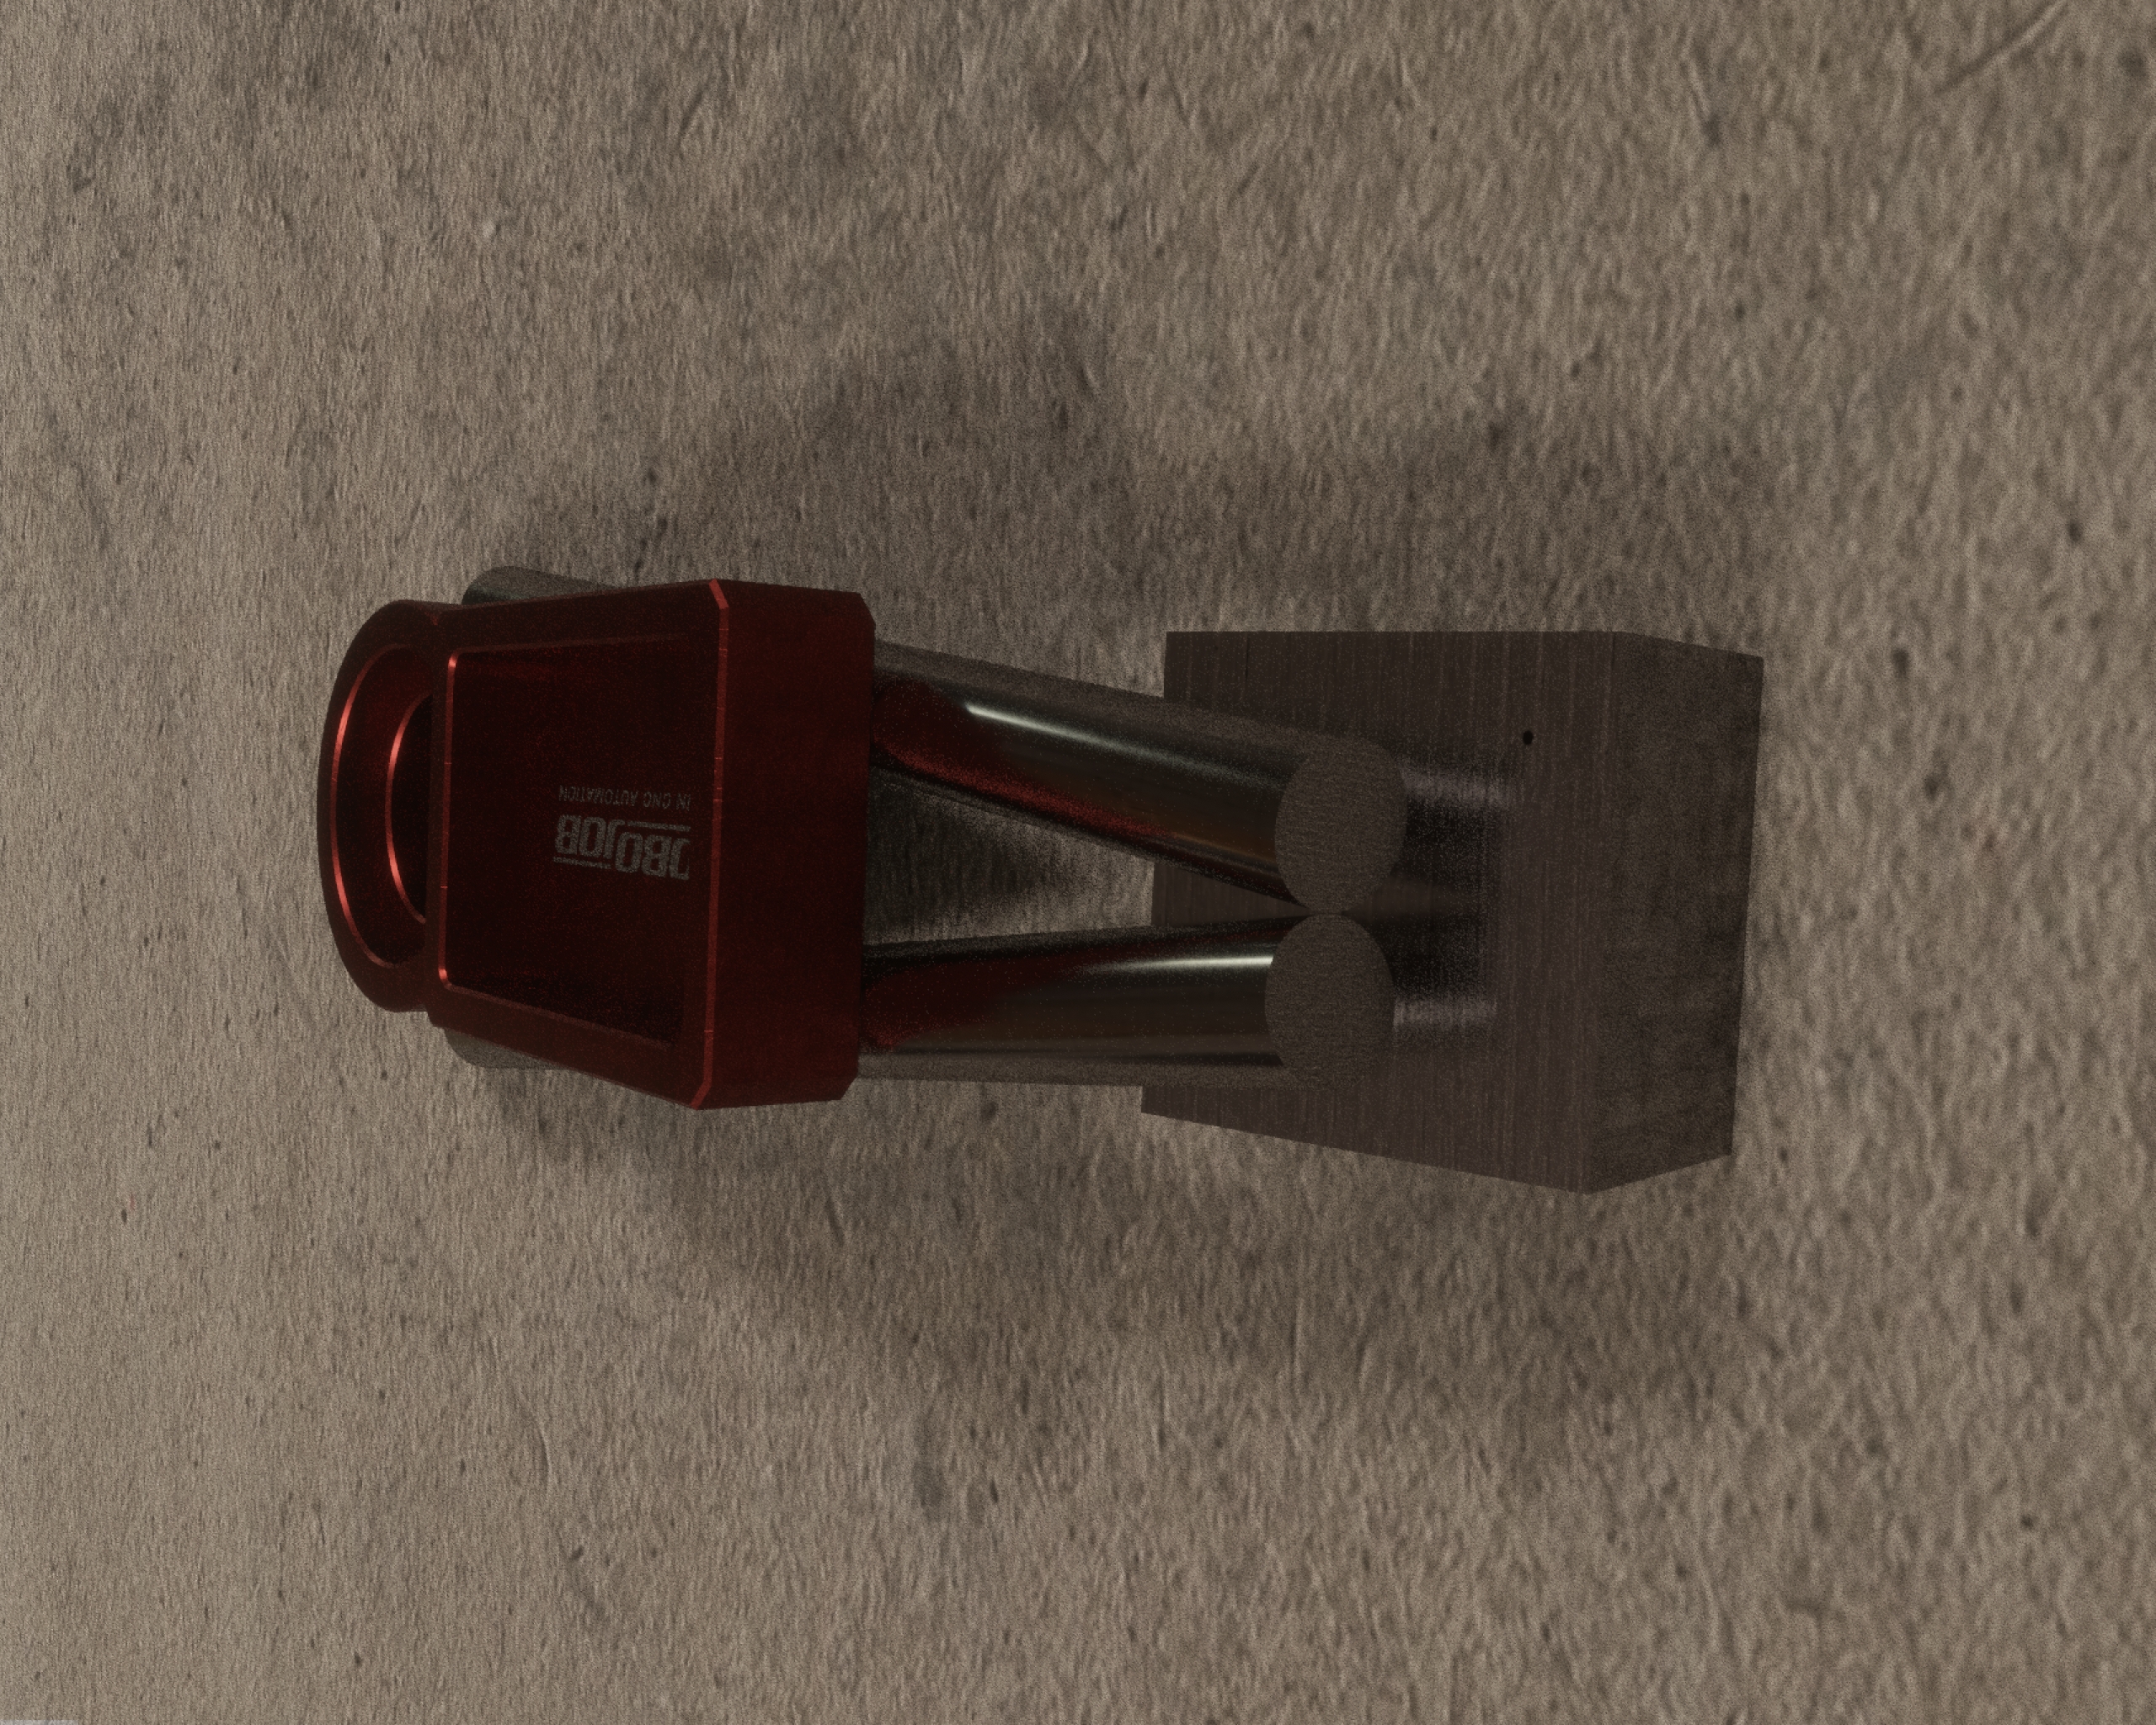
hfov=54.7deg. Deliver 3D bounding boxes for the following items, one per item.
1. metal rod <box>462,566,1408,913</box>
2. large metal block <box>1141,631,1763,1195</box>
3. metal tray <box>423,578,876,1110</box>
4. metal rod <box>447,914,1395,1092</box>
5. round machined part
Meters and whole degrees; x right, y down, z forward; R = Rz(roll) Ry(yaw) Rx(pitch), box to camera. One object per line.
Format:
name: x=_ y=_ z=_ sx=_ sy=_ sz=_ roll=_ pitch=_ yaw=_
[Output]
metal rod: x=-0.053 y=-0.033 z=0.406 sx=0.300 sy=0.025 sz=0.025 roll=18 pitch=101 yaw=51
large metal block: x=0.059 y=0.004 z=0.338 sx=0.080 sy=0.050 sz=0.079 roll=5 pitch=93 yaw=39
metal tray: x=-0.088 y=-0.006 z=0.406 sx=0.130 sy=0.030 sz=0.089 roll=5 pitch=93 yaw=52
metal rod: x=-0.056 y=0.029 z=0.409 sx=0.299 sy=0.025 sz=0.025 roll=-6 pitch=86 yaw=52
round machined part: x=-0.146 y=-0.013 z=0.505 sx=0.098 sy=0.042 sz=0.097 roll=-1 pitch=89 yaw=50
